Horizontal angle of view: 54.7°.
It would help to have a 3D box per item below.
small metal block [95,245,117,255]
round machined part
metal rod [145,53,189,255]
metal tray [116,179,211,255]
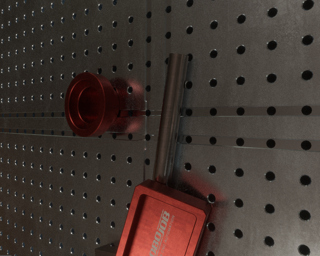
[{"bbox_3d":[-0.071,0.207,0.465,0.050,0.025,0.050,-7,85,39],"label":"small metal block"},{"bbox_3d":[-0.101,-0.035,0.479,0.098,0.042,0.097,0,90,39],"label":"round machined part"},{"bbox_3d":[0.004,0.055,0.403,0.025,0.025,0.298,13,98,39],"label":"metal rod"},{"bbox_3d":[0.000,0.139,0.380,0.090,0.030,0.129,19,99,17],"label":"metal tray"}]
